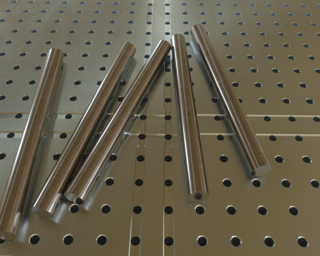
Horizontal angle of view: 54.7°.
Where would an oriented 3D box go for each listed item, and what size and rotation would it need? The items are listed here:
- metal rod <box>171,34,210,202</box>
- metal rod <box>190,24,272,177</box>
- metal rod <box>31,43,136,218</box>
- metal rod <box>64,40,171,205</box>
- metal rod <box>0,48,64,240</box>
[{"bbox_3d":[0.037,-0.038,0.439,0.025,0.025,0.300,-1,50,-2],"label":"metal rod"},{"bbox_3d":[0.093,-0.062,0.460,0.025,0.025,0.300,-8,50,-7],"label":"metal rod"},{"bbox_3d":[-0.089,-0.021,0.423,0.025,0.025,0.300,11,51,9],"label":"metal rod"},{"bbox_3d":[-0.043,-0.030,0.432,0.025,0.025,0.301,16,52,12],"label":"metal rod"},{"bbox_3d":[-0.164,-0.005,0.409,0.025,0.025,0.300,-1,50,-2],"label":"metal rod"}]
